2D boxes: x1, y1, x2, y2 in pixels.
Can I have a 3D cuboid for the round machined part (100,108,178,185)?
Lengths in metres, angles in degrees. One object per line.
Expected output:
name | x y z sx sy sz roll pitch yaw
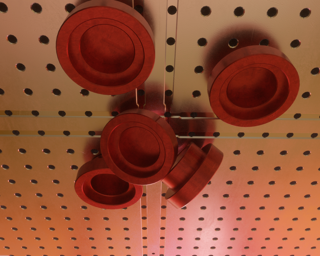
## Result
round machined part | -0.024 0.021 0.402 0.098 0.042 0.097 6 111 16

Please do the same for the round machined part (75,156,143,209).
round machined part | -0.074 0.077 0.464 0.099 0.042 0.097 0 132 0

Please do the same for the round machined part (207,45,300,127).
round machined part | 0.104 -0.051 0.359 0.099 0.042 0.097 -1 130 0

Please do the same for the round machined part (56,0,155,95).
round machined part | -0.054 -0.086 0.326 0.099 0.042 0.097 -1 130 0

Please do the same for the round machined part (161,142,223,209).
round machined part | 0.037 0.057 0.420 0.042 0.098 0.097 40 123 0
